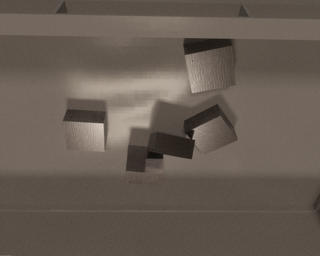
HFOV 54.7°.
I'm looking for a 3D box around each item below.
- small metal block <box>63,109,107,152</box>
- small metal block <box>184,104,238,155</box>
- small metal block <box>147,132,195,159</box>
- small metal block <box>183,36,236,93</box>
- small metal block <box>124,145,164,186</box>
[{"bbox_3d":[-0.098,0.004,0.411,0.050,0.025,0.050,4,130,-4],"label":"small metal block"},{"bbox_3d":[0.068,0.003,0.413,0.050,0.025,0.050,-27,125,21],"label":"small metal block"},{"bbox_3d":[0.013,0.024,0.411,0.050,0.050,0.025,12,84,-10],"label":"small metal block"},{"bbox_3d":[0.056,-0.071,0.350,0.050,0.025,0.050,-10,130,8],"label":"small metal block"},{"bbox_3d":[-0.022,0.052,0.437,0.050,0.050,0.025,6,130,-6],"label":"small metal block"}]
